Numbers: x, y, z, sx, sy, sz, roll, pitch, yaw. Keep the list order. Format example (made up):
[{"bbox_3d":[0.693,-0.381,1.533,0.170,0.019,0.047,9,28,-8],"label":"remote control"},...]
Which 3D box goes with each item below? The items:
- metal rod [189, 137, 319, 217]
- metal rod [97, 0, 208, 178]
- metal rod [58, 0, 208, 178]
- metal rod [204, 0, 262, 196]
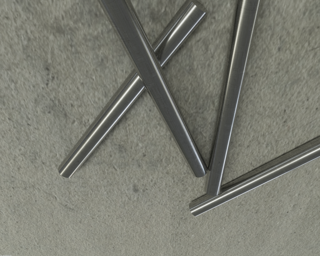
[{"bbox_3d":[0.170,0.063,0.463,0.299,0.025,0.025,-34,123,25],"label":"metal rod"},{"bbox_3d":[0.007,-0.028,0.356,0.025,0.025,0.299,-16,137,13],"label":"metal rod"},{"bbox_3d":[-0.050,-0.029,0.381,0.025,0.025,0.299,29,124,-23],"label":"metal rod"},{"bbox_3d":[0.085,-0.016,0.395,0.025,0.025,0.298,0,130,-1],"label":"metal rod"}]
